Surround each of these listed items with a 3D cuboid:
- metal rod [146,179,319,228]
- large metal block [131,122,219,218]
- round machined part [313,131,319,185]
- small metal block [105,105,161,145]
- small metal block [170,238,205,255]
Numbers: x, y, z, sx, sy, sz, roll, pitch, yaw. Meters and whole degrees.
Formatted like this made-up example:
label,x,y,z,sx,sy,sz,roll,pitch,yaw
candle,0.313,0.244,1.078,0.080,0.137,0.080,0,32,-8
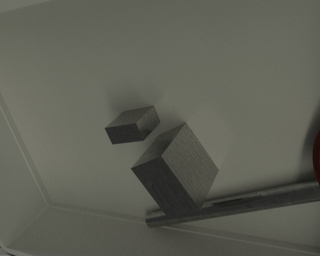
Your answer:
label,x,y,z,sx,sy,sz,roll,pitch,yaw
metal rod,0.098,0.105,0.421,0.299,0.025,0.025,-22,107,36
large metal block,0.022,0.052,0.393,0.050,0.080,0.080,-26,104,37
round machined part,0.197,0.034,0.292,0.042,0.098,0.097,-5,124,-14
small metal block,-0.035,-0.004,0.407,0.050,0.050,0.025,-8,114,31
small metal block,0.044,0.222,0.524,0.050,0.025,0.050,21,126,15
